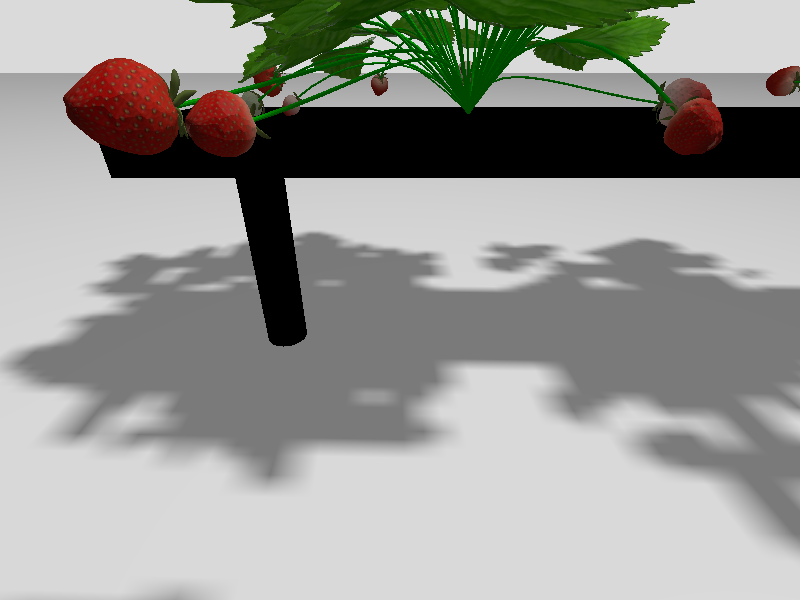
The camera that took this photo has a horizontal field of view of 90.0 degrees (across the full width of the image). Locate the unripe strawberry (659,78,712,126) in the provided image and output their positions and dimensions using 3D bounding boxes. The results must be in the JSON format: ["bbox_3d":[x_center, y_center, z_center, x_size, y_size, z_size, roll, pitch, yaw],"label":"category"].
[{"bbox_3d":[0.172,-0.118,0.241,0.026,0.027,0.024,20,36,29],"label":"unripe strawberry"}]

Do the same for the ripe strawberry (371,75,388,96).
[{"bbox_3d":[-0.025,-0.260,0.488,0.021,0.022,0.023,-11,-18,-18],"label":"ripe strawberry"}]

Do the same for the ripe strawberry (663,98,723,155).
[{"bbox_3d":[0.123,-0.071,0.167,0.019,0.021,0.022,-12,-31,-19],"label":"ripe strawberry"}]

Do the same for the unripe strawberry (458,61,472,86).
[{"bbox_3d":[0.080,-0.268,0.485,0.036,0.038,0.038,4,30,6],"label":"unripe strawberry"}]

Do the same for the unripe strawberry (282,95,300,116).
[{"bbox_3d":[-0.082,-0.144,0.298,0.013,0.015,0.015,43,16,-28],"label":"unripe strawberry"}]

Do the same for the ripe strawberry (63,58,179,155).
[{"bbox_3d":[-0.121,-0.082,0.174,0.040,0.039,0.037,-25,39,-35],"label":"ripe strawberry"}]

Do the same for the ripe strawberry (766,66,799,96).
[{"bbox_3d":[0.443,-0.253,0.463,0.027,0.031,0.030,-10,32,-16],"label":"ripe strawberry"}]

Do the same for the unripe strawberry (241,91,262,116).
[{"bbox_3d":[-0.112,-0.145,0.298,0.018,0.017,0.016,-17,31,3],"label":"unripe strawberry"}]

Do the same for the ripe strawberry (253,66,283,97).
[{"bbox_3d":[-0.159,-0.262,0.477,0.036,0.035,0.033,21,37,38],"label":"ripe strawberry"}]

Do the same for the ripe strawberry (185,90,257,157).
[{"bbox_3d":[-0.077,-0.074,0.170,0.025,0.027,0.027,22,38,32],"label":"ripe strawberry"}]
